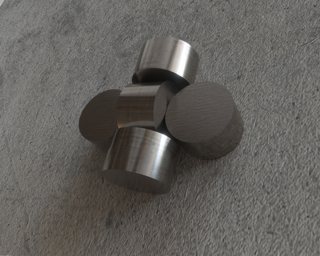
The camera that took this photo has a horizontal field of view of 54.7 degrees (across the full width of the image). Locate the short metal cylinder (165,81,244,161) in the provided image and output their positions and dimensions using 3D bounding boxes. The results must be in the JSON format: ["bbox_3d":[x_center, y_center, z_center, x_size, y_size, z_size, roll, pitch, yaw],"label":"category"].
[{"bbox_3d":[0.053,-0.008,0.366,0.080,0.050,0.080,-13,56,21],"label":"short metal cylinder"}]

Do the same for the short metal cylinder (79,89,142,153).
[{"bbox_3d":[-0.063,-0.006,0.427,0.080,0.050,0.080,-13,56,20],"label":"short metal cylinder"}]

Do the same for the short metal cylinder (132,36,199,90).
[{"bbox_3d":[0.008,-0.075,0.413,0.080,0.080,0.050,0,62,28],"label":"short metal cylinder"}]

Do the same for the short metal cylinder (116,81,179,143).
[{"bbox_3d":[-0.010,-0.018,0.387,0.050,0.080,0.080,0,62,29],"label":"short metal cylinder"}]

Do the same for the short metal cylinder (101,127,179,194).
[{"bbox_3d":[-0.022,0.040,0.358,0.080,0.080,0.050,0,61,28],"label":"short metal cylinder"}]
